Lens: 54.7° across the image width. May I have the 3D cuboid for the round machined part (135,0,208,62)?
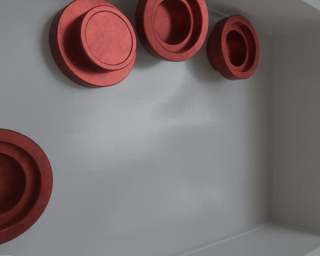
[{"bbox_3d":[0.011,-0.135,0.395,0.099,0.042,0.097,-10,108,-32],"label":"round machined part"}]

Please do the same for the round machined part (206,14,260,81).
[{"bbox_3d":[0.111,-0.124,0.488,0.099,0.042,0.097,0,90,-40],"label":"round machined part"}]

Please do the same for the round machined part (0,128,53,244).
[{"bbox_3d":[-0.150,0.048,0.270,0.099,0.042,0.097,0,90,-40],"label":"round machined part"}]

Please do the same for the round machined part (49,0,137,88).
[{"bbox_3d":[-0.065,-0.094,0.340,0.099,0.042,0.097,0,90,-40],"label":"round machined part"}]
